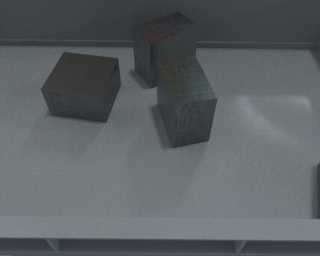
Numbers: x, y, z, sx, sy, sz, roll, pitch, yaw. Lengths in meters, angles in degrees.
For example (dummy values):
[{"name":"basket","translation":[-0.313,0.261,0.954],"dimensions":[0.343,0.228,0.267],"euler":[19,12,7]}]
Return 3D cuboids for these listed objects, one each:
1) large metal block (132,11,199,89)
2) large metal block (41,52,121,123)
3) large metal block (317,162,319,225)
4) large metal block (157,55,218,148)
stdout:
[{"name":"large metal block","translation":[0.008,-0.118,0.468],"dimensions":[0.081,0.080,0.050],"euler":[-26,55,-20]},{"name":"large metal block","translation":[-0.106,-0.059,0.437],"dimensions":[0.080,0.050,0.080],"euler":[8,50,6]},{"name":"large metal block","translation":[0.222,0.069,0.334],"dimensions":[0.080,0.050,0.080],"euler":[14,51,11]},{"name":"large metal block","translation":[0.030,-0.033,0.398],"dimensions":[0.050,0.080,0.080],"euler":[-11,51,-9]}]
